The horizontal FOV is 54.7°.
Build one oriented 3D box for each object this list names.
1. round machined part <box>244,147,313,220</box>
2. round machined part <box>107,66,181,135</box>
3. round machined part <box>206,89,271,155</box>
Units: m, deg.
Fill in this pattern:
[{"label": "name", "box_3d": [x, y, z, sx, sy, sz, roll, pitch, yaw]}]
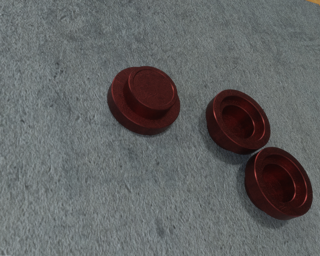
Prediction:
[{"label": "round machined part", "box_3d": [0.158, 0.079, 0.429, 0.099, 0.042, 0.098, 14, 56, -21]}, {"label": "round machined part", "box_3d": [-0.016, -0.043, 0.410, 0.099, 0.042, 0.098, 14, 56, -21]}, {"label": "round machined part", "box_3d": [0.109, -0.005, 0.454, 0.099, 0.042, 0.098, 14, 56, -21]}]
